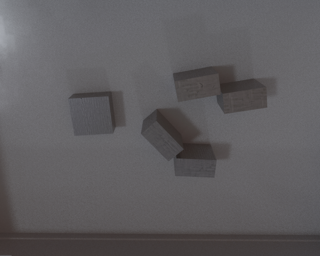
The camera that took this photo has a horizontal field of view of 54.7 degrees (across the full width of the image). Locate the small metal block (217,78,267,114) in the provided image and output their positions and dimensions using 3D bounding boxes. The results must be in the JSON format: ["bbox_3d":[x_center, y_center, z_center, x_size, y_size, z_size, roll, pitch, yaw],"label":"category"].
[{"bbox_3d":[0.099,-0.040,0.384,0.050,0.050,0.025,-9,110,3],"label":"small metal block"}]

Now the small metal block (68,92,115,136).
[{"bbox_3d":[-0.087,-0.019,0.403,0.050,0.025,0.050,-4,110,1],"label":"small metal block"}]

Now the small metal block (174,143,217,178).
[{"bbox_3d":[0.045,0.042,0.414,0.050,0.050,0.025,3,110,-1],"label":"small metal block"}]

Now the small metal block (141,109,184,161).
[{"bbox_3d":[0.003,0.008,0.401,0.025,0.050,0.050,-40,105,13],"label":"small metal block"}]

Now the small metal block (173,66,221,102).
[{"bbox_3d":[0.044,-0.054,0.378,0.050,0.050,0.025,-10,110,3],"label":"small metal block"}]
